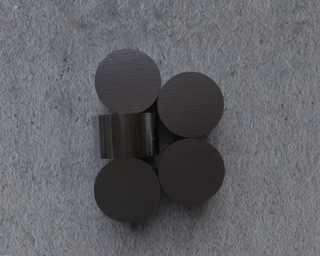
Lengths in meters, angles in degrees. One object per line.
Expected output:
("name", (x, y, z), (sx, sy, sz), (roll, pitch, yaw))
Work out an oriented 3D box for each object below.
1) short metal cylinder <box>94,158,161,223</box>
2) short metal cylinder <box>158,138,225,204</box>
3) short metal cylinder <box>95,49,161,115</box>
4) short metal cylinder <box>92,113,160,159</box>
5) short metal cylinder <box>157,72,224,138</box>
("short metal cylinder", (-0.039, 0.074, 0.398), (0.080, 0.050, 0.080), (0, 90, 1))
("short metal cylinder", (0.038, 0.051, 0.398), (0.080, 0.050, 0.080), (0, 91, 1))
("short metal cylinder", (-0.038, -0.056, 0.398), (0.080, 0.050, 0.080), (0, 90, 1))
("short metal cylinder", (-0.042, 0.009, 0.383), (0.080, 0.080, 0.050), (-3, 90, 0))
("short metal cylinder", (0.037, -0.029, 0.398), (0.081, 0.050, 0.080), (0, 91, 0))
